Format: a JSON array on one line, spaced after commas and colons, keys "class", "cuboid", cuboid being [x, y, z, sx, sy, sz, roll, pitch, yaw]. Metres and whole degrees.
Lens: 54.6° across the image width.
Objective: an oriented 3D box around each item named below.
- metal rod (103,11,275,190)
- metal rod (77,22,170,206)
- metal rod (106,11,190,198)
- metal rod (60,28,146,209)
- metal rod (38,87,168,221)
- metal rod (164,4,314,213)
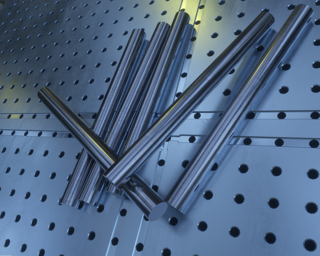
[{"class": "metal rod", "cuboid": [0.047, -0.045, 0.377, 0.025, 0.025, 0.301, 29, 67, 37]}, {"class": "metal rod", "cuboid": [-0.044, -0.034, 0.453, 0.025, 0.025, 0.300, 8, 65, 32]}, {"class": "metal rod", "cuboid": [-0.010, -0.048, 0.443, 0.025, 0.025, 0.300, 6, 64, 31]}, {"class": "metal rod", "cuboid": [-0.078, -0.028, 0.467, 0.025, 0.025, 0.300, 4, 63, 30]}, {"class": "metal rod", "cuboid": [-0.095, 0.016, 0.416, 0.025, 0.025, 0.300, -48, 51, -5]}, {"class": "metal rod", "cuboid": [0.101, -0.032, 0.375, 0.025, 0.025, 0.300, 28, 77, 37]}]
